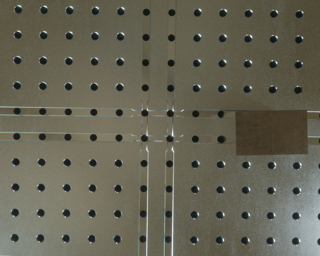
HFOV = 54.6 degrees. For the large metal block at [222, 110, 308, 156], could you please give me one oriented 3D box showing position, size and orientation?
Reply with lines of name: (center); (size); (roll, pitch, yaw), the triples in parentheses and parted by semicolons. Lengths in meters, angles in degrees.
large metal block: (0.125, 0.005, 0.387); (0.080, 0.080, 0.050); (-1, 90, 0)
